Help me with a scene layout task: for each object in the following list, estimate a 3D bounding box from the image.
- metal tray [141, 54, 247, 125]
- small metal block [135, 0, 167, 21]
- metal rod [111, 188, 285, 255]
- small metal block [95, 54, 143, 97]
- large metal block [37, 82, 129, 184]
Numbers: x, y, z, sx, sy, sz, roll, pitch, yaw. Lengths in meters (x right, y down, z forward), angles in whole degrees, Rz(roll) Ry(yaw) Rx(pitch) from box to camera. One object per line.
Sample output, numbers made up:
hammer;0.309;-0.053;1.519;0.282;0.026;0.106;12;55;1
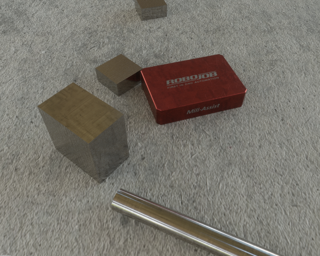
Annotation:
metal tray;0.046;-0.059;0.450;0.131;0.030;0.090;-13;51;-11
small metal block;-0.018;-0.236;0.602;0.050;0.025;0.050;-14;52;-12
metal rod;0.091;0.125;0.299;0.301;0.025;0.025;19;53;15
small metal block;-0.061;-0.081;0.471;0.050;0.025;0.050;-37;60;-27
large metal block;-0.085;0.006;0.361;0.080;0.080;0.050;32;57;23
